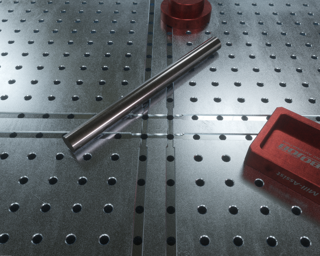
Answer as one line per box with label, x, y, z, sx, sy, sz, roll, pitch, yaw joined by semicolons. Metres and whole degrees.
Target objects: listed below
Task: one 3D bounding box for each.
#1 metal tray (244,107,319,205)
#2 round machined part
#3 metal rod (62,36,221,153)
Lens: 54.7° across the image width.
metal tray;0.183;0.036;0.375;0.130;0.030;0.090;30;56;22
round machined part;0.050;-0.235;0.594;0.099;0.042;0.098;0;50;0
metal rod;-0.010;-0.062;0.459;0.025;0.025;0.302;37;59;26
